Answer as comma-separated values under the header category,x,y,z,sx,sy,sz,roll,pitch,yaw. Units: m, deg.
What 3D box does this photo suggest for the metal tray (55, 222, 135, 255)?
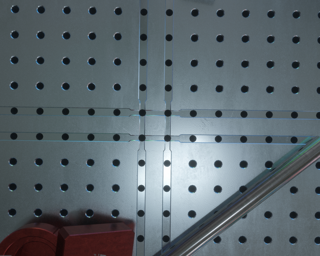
category,x,y,z,sx,sy,sz,roll,pitch,yaw
metal tray,-0.085,0.190,0.388,0.091,0.030,0.129,7,90,-32

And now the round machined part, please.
category,x,y,z,sx,sy,sz,roll,pitch,yaw
round machined part,-0.158,0.171,0.403,0.099,0.042,0.097,0,90,-1

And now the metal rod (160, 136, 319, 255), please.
category,x,y,z,sx,sy,sz,roll,pitch,yaw
metal rod,0.100,0.111,0.414,0.301,0.025,0.025,-37,90,-1
